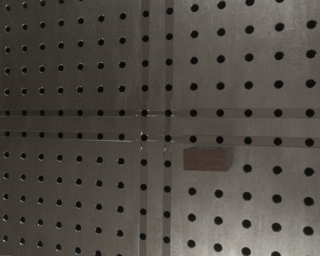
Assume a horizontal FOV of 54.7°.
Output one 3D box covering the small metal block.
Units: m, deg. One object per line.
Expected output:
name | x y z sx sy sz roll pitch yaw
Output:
small metal block | 0.060 0.037 0.378 0.050 0.050 0.025 -1 90 19
